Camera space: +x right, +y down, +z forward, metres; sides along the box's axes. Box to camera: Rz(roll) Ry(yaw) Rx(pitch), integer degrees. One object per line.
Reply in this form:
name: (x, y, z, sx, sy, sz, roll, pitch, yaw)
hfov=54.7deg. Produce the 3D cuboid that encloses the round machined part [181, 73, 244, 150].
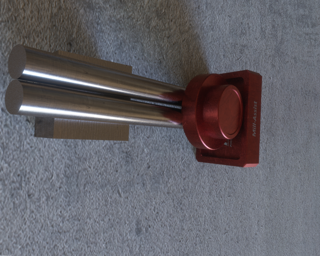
round machined part: (0.073, -0.021, 0.395, 0.099, 0.042, 0.097, -4, 96, -51)

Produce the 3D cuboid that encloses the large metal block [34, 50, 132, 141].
large metal block: (-0.078, -0.028, 0.321, 0.081, 0.050, 0.080, 4, 87, -40)

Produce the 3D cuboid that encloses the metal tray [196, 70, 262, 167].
metal tray: (0.097, -0.012, 0.447, 0.030, 0.090, 0.129, 5, 87, -40)

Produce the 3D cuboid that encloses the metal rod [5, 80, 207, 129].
metal rod: (-0.012, -0.015, 0.339, 0.302, 0.025, 0.025, 5, 87, -53)

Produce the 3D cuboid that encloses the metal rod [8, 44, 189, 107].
metal rod: (-0.011, -0.041, 0.340, 0.302, 0.025, 0.025, 4, 88, -53)
